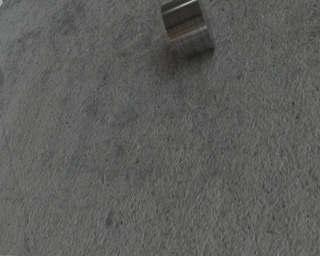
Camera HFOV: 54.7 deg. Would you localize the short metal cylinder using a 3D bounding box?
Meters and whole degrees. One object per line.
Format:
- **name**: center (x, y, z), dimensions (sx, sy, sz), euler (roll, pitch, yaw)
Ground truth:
- **short metal cylinder**: center (0.041, -0.143, 0.435), dimensions (0.050, 0.080, 0.080), euler (-18, 55, 18)
